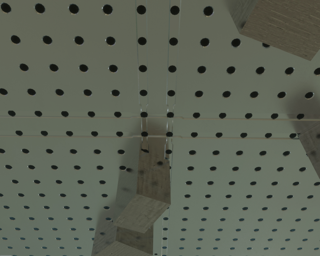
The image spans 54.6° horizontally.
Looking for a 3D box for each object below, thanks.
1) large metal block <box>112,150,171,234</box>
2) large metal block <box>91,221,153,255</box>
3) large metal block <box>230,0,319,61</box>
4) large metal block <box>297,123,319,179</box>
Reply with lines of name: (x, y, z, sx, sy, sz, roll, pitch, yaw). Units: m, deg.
large metal block: (-0.027, 0.093, 0.454, 0.050, 0.080, 0.080, 22, 127, -18)
large metal block: (-0.069, 0.217, 0.579, 0.080, 0.050, 0.080, 32, 123, -25)
large metal block: (0.126, -0.121, 0.293, 0.080, 0.050, 0.080, 16, 128, -13)
large metal block: (0.241, 0.044, 0.414, 0.080, 0.080, 0.050, 36, 121, -27)
